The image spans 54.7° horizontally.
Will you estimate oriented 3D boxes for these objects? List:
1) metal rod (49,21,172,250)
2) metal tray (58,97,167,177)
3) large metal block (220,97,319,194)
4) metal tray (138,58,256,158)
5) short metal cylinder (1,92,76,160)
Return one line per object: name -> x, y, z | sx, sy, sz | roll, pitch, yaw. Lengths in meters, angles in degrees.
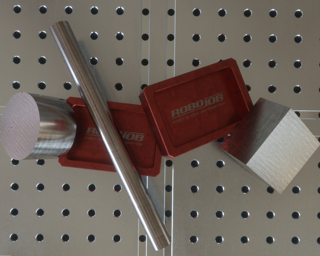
metal rod -> -0.061, 0.009, 0.383 | 0.025, 0.025, 0.299 | -25, 90, 0
metal tray -> -0.060, 0.011, 0.410 | 0.131, 0.030, 0.089 | 7, 90, 0
large metal block -> 0.137, 0.022, 0.384 | 0.080, 0.050, 0.080 | 38, 90, -31
metal tray -> 0.050, -0.026, 0.392 | 0.131, 0.030, 0.090 | -21, 90, -17
short metal cylinder -> -0.150, -0.001, 0.381 | 0.080, 0.050, 0.080 | -3, 85, 34
